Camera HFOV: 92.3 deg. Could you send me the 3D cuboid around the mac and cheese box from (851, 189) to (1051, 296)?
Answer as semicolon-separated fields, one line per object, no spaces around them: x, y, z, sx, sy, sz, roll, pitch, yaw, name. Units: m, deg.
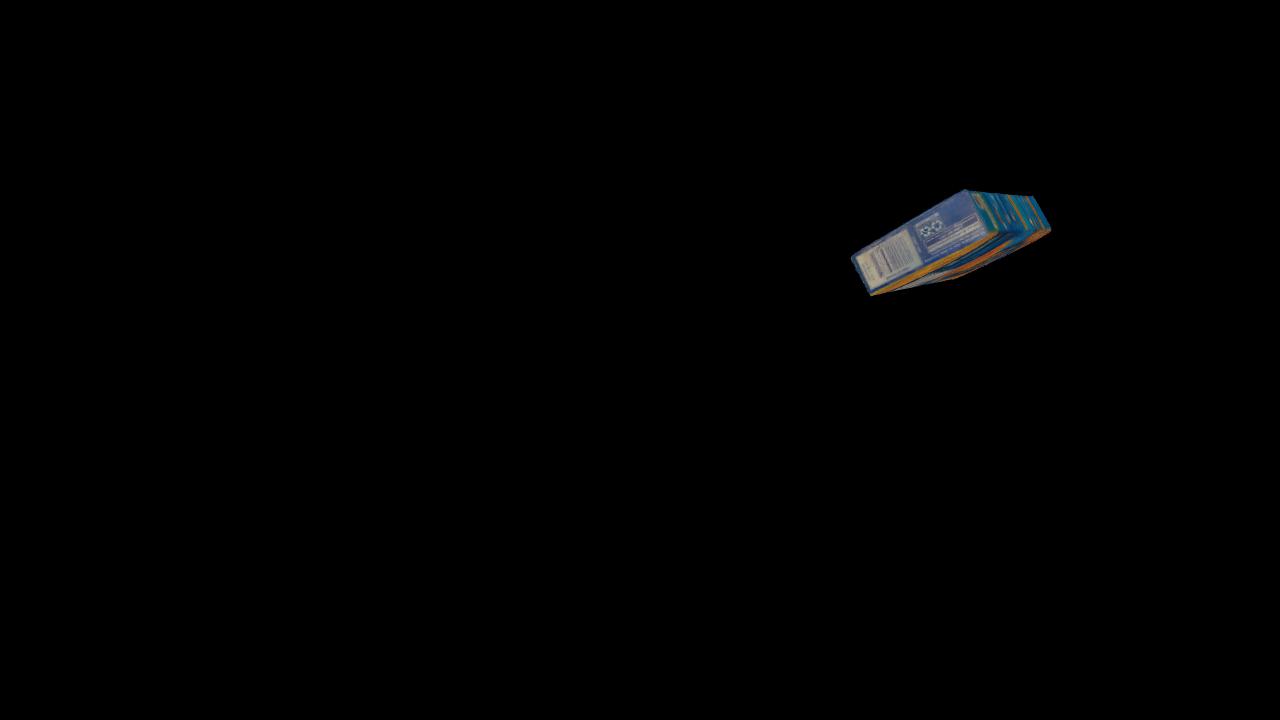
0.254;-0.094;0.493;0.184;0.041;0.093;-13;-15;-44;mac and cheese box
